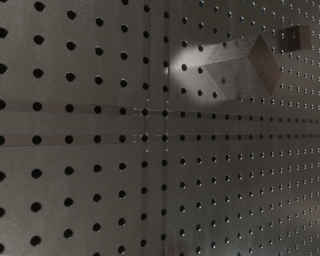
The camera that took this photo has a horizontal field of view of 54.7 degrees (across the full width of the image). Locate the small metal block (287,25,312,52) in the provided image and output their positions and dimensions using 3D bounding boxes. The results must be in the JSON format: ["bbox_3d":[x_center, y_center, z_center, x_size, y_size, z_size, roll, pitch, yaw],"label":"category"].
[{"bbox_3d":[0.299,-0.192,0.664,0.050,0.025,0.050,-15,100,-39],"label":"small metal block"}]

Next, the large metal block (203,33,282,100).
[{"bbox_3d":[0.130,-0.092,0.485,0.080,0.080,0.050,47,62,-30],"label":"large metal block"}]
